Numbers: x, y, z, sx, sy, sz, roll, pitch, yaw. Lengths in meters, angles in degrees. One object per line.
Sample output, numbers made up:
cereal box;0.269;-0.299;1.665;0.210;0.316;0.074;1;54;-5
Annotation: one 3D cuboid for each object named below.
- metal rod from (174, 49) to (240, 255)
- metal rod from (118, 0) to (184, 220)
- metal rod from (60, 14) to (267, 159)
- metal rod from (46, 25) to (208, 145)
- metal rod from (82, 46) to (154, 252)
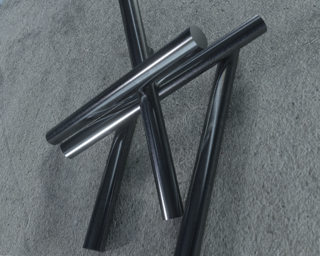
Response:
metal rod;0.060;0.013;0.363;0.025;0.025;0.300;2;62;29
metal rod;-0.015;-0.043;0.376;0.025;0.025;0.299;-17;74;18
metal rod;0.000;-0.049;0.400;0.300;0.025;0.025;-33;52;6
metal rod;-0.065;-0.035;0.388;0.299;0.025;0.025;-26;49;41
metal rod;-0.050;0.010;0.424;0.025;0.025;0.300;-3;60;27
